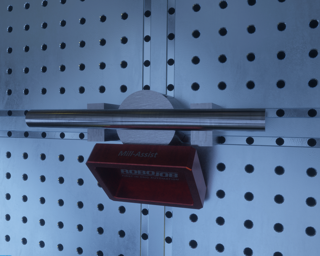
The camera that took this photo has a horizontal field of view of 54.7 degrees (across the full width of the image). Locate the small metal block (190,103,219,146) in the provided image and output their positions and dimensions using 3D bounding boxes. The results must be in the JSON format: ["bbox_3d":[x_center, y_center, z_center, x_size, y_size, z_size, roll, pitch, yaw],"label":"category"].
[{"bbox_3d":[0.056,-0.004,0.380,0.025,0.050,0.050,-1,90,20],"label":"small metal block"}]

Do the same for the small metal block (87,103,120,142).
[{"bbox_3d":[-0.075,-0.007,0.426,0.025,0.050,0.050,-1,90,20],"label":"small metal block"}]

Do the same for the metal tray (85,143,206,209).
[{"bbox_3d":[-0.015,0.060,0.385,0.130,0.090,0.030,1,47,20],"label":"metal tray"}]

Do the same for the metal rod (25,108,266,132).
[{"bbox_3d":[-0.033,-0.010,0.371,0.301,0.025,0.025,1,90,20],"label":"metal rod"}]

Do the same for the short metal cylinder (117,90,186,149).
[{"bbox_3d":[-0.010,-0.007,0.402,0.080,0.050,0.080,0,90,20],"label":"short metal cylinder"}]
